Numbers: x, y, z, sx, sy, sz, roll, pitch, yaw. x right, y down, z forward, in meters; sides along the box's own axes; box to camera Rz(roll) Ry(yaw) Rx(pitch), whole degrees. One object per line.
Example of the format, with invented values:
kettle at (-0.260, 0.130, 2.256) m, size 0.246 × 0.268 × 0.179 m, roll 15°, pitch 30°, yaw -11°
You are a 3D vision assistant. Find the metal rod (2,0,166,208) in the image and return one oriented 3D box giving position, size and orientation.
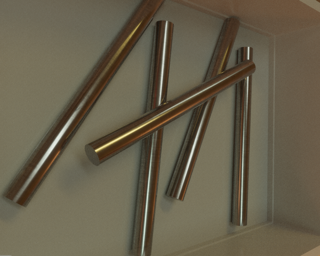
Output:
metal rod at (-0.070, -0.053, 0.348) m, size 0.025 × 0.025 × 0.300 m, roll 44°, pitch 64°, yaw -32°

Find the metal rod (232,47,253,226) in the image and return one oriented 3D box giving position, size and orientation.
metal rod at (0.140, 0.013, 0.527) m, size 0.025 × 0.025 × 0.298 m, roll 4°, pitch 87°, yaw -40°

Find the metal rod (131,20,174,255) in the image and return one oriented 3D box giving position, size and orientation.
metal rod at (-0.009, 0.010, 0.401) m, size 0.025 × 0.025 × 0.298 m, roll 10°, pitch 84°, yaw -40°

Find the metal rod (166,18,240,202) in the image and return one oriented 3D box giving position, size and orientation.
metal rod at (0.070, -0.038, 0.467) m, size 0.025 × 0.025 × 0.299 m, roll 32°, pitch 70°, yaw -36°

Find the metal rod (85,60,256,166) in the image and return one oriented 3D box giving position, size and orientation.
metal rod at (0.036, -0.035, 0.404) m, size 0.302 × 0.025 × 0.025 m, roll -31°, pitch 110°, yaw -36°
